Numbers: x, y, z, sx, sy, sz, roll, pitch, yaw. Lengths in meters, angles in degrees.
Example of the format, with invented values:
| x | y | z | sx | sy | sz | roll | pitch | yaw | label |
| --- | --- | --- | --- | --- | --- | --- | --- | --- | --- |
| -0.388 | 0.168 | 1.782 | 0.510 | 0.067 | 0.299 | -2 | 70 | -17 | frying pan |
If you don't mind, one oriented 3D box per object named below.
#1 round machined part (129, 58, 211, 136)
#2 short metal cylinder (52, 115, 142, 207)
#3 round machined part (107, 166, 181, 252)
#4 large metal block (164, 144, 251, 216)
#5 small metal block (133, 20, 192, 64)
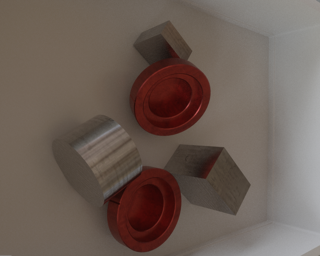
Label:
| x | y | z | sx | sy | sz | roll | pitch | yaw | label |
| --- | --- | --- | --- | --- | --- | --- | --- | --- | --- |
| 0.009 | -0.041 | 0.385 | 0.099 | 0.042 | 0.097 | -12 | 127 | -16 | round machined part |
| -0.065 | 0.033 | 0.318 | 0.050 | 0.080 | 0.080 | -36 | 113 | -34 | short metal cylinder |
| -0.023 | 0.094 | 0.376 | 0.099 | 0.042 | 0.097 | -3 | 94 | -42 | round machined part |
| 0.064 | 0.069 | 0.427 | 0.080 | 0.080 | 0.050 | 51 | 60 | -28 | large metal block |
| 0.004 | -0.102 | 0.394 | 0.050 | 0.050 | 0.025 | 46 | 57 | -31 | small metal block |
